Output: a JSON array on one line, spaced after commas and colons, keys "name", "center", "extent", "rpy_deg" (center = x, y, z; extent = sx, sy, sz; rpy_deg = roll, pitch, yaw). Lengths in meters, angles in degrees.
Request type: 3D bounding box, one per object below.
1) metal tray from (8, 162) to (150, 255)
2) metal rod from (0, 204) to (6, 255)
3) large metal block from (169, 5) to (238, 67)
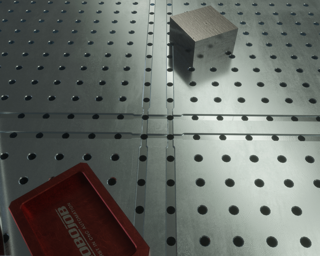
[{"name": "metal tray", "center": [-0.082, 0.106, 0.314], "extent": [0.091, 0.030, 0.130], "rpy_deg": [-31, 57, -23]}, {"name": "metal rod", "center": [-0.201, 0.059, 0.356], "extent": [0.025, 0.025, 0.300], "rpy_deg": [-18, 52, -15]}, {"name": "large metal block", "center": [0.071, -0.156, 0.523], "extent": [0.081, 0.050, 0.080], "rpy_deg": [-22, 53, -17]}]
